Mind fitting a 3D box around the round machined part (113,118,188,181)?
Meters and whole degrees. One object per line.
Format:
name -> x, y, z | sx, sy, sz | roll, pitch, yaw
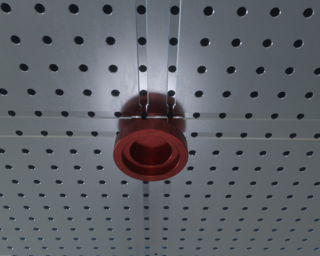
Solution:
round machined part -> -0.012, 0.025, 0.422 | 0.099, 0.042, 0.097 | 0, 130, 0
